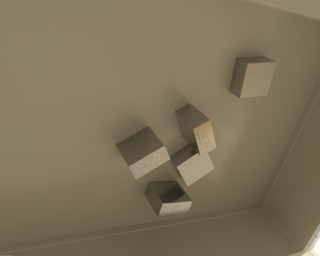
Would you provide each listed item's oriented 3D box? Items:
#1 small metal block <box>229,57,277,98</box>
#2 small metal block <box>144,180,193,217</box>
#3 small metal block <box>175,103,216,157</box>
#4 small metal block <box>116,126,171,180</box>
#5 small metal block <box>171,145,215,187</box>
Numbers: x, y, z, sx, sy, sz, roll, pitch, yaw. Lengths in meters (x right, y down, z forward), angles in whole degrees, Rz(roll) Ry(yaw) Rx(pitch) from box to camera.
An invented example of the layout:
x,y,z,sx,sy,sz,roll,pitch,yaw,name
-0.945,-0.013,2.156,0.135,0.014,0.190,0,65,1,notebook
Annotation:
x,y,z,sx,sy,sz,roll,pitch,yaw,name
0.130,-0.072,0.435,0.050,0.025,0.050,-8,122,-24,small metal block
0.012,0.105,0.463,0.050,0.050,0.025,4,117,-30,small metal block
0.048,0.002,0.420,0.025,0.050,0.050,-28,128,-11,small metal block
-0.022,0.031,0.399,0.050,0.050,0.025,-30,129,-9,small metal block
0.049,0.053,0.468,0.050,0.025,0.050,-33,129,-6,small metal block
